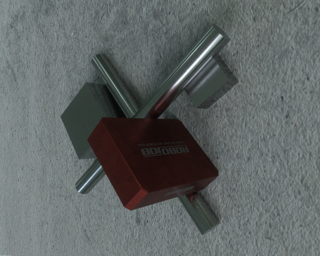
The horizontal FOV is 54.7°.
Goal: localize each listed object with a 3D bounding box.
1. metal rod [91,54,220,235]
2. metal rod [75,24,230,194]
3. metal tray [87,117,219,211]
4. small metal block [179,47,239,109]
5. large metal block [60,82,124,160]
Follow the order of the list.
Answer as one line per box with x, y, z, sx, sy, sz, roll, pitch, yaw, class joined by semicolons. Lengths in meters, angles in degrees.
-0.018;0.005;0.420;0.025;0.025;0.299;-49;61;28;metal rod
-0.026;-0.005;0.393;0.299;0.025;0.025;-46;63;29;metal rod
-0.002;0.032;0.337;0.030;0.131;0.090;-50;60;29;metal tray
0.054;-0.057;0.360;0.050;0.025;0.050;-43;65;31;small metal block
-0.095;-0.010;0.465;0.080;0.050;0.080;-44;64;31;large metal block
